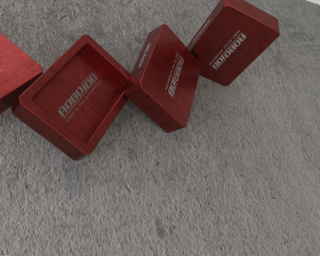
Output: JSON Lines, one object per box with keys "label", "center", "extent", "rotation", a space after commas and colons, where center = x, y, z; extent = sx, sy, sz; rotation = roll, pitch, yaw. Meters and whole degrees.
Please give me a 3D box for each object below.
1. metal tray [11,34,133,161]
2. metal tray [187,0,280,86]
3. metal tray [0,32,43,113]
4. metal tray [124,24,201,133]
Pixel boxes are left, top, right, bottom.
{"label": "metal tray", "center": [-0.091, -0.039, 0.361], "extent": [0.090, 0.030, 0.130], "rotation": [42, 50, -17]}
{"label": "metal tray", "center": [0.101, -0.126, 0.467], "extent": [0.091, 0.129, 0.030], "rotation": [21, 54, -16]}
{"label": "metal tray", "center": [-0.208, -0.074, 0.334], "extent": [0.130, 0.030, 0.090], "rotation": [40, 51, -1]}
{"label": "metal tray", "center": [0.009, -0.070, 0.427], "extent": [0.090, 0.030, 0.130], "rotation": [42, 47, -30]}
